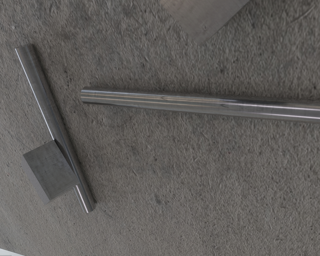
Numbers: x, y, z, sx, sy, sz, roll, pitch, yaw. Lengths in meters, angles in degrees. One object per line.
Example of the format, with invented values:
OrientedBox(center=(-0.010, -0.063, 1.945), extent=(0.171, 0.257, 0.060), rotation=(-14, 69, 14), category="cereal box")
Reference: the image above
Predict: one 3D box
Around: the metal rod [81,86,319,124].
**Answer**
OrientedBox(center=(0.033, -0.031, 0.370), extent=(0.301, 0.025, 0.025), rotation=(6, 121, 24), category="metal rod")

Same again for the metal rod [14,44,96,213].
OrientedBox(center=(-0.161, 0.015, 0.500), extent=(0.025, 0.025, 0.298), rotation=(1, 119, 28), category="metal rod")

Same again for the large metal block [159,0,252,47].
OrientedBox(center=(0.057, -0.125, 0.264), extent=(0.050, 0.080, 0.080), rotation=(47, 129, -5), category="large metal block")

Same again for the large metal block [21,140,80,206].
OrientedBox(center=(-0.181, 0.075, 0.506), extent=(0.080, 0.050, 0.080), rotation=(58, 149, 3), category="large metal block")
